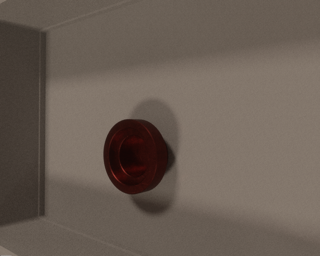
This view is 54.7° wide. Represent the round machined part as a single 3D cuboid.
[{"bbox_3d":[-0.028,0.037,0.417,0.098,0.042,0.097,0,90,39],"label":"round machined part"}]
